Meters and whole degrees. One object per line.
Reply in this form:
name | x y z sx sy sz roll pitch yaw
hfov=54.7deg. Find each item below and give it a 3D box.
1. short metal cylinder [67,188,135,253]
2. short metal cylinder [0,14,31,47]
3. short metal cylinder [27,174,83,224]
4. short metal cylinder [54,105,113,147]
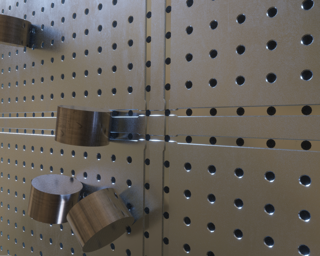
short metal cylinder | -0.084 0.130 0.440 0.050 0.081 0.080 52 120 27
short metal cylinder | -0.303 -0.193 0.619 0.080 0.081 0.050 14 99 39
short metal cylinder | -0.173 0.116 0.513 0.080 0.081 0.050 21 103 38
short metal cylinder | -0.114 -0.005 0.465 0.080 0.081 0.050 12 98 39
